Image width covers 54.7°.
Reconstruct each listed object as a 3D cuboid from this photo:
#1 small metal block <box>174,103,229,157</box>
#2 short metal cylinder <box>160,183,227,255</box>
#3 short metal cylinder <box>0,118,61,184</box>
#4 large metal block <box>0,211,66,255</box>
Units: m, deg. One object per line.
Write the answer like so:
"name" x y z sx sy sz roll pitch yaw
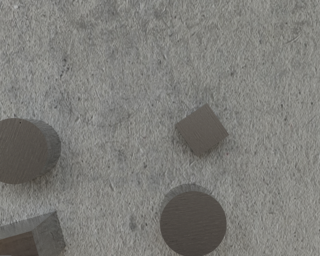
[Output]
"small metal block" 0.054 0.002 0.411 0.050 0.025 0.050 -34 90 0
"short metal cylinder" 0.040 0.116 0.398 0.081 0.050 0.080 0 90 0
"short metal cylinder" -0.175 0.028 0.396 0.081 0.050 0.080 0 90 0
"large metal block" -0.174 0.148 0.381 0.080 0.080 0.050 -16 90 0
